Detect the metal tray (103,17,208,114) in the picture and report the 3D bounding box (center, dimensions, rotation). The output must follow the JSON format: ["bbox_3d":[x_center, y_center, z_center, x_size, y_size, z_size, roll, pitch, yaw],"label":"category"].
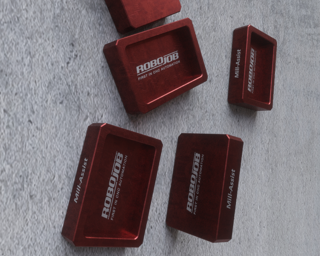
[{"bbox_3d":[0.001,-0.082,0.401,0.131,0.030,0.090,-31,109,-36],"label":"metal tray"}]

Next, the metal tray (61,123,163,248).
[{"bbox_3d":[-0.051,0.067,0.358,0.091,0.030,0.129,19,78,-38],"label":"metal tray"}]

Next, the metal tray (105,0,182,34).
[{"bbox_3d":[-0.033,-0.191,0.373,0.091,0.030,0.129,-35,112,-34],"label":"metal tray"}]

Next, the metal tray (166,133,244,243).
[{"bbox_3d":[0.057,0.073,0.409,0.030,0.090,0.129,15,81,-39],"label":"metal tray"}]

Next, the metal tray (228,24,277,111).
[{"bbox_3d":[0.162,-0.100,0.535,0.091,0.030,0.129,9,84,-40],"label":"metal tray"}]
